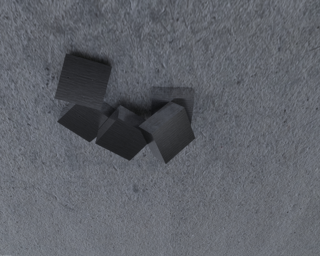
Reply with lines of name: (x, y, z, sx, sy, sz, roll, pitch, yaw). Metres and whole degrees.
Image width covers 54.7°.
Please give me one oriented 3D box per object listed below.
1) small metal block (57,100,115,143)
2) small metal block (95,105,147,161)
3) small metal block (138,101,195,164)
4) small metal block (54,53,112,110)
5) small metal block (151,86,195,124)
small metal block: (-0.092, -0.016, 0.394, 0.050, 0.025, 0.050, -37, 122, 27)
small metal block: (-0.043, 0.007, 0.380, 0.050, 0.025, 0.050, 30, 124, -24)
small metal block: (0.010, 0.005, 0.364, 0.050, 0.025, 0.050, -40, 131, -20)
small metal block: (-0.086, -0.051, 0.349, 0.050, 0.025, 0.050, 14, 92, -13)
small metal block: (0.014, -0.024, 0.388, 0.050, 0.025, 0.050, 1, 130, -2)
